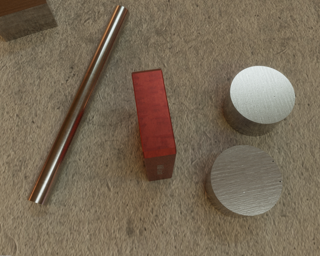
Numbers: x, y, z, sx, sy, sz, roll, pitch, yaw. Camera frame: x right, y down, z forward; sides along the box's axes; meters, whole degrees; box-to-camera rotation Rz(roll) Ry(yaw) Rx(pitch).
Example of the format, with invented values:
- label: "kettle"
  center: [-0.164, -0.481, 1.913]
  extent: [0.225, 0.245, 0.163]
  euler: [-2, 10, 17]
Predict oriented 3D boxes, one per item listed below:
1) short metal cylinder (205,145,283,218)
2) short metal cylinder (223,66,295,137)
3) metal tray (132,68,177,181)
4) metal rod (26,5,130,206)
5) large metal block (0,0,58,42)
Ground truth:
- label: "short metal cylinder"
  center: [0.097, 0.066, 0.372]
  extent: [0.081, 0.050, 0.080]
  euler: [0, 70, 0]
- label: "short metal cylinder"
  center: [0.128, -0.034, 0.408]
  extent: [0.081, 0.050, 0.080]
  euler: [0, 70, 0]
- label: "metal tray"
  center: [-0.007, 0.004, 0.351]
  extent: [0.030, 0.130, 0.090]
  euler: [-8, 70, -3]
- label: "metal rod"
  center: [-0.103, -0.044, 0.423]
  extent: [0.025, 0.025, 0.299]
  euler: [17, 71, 6]
- label: "large metal block"
  center: [-0.210, -0.187, 0.462]
  extent: [0.080, 0.050, 0.080]
  euler: [-20, 71, -8]
